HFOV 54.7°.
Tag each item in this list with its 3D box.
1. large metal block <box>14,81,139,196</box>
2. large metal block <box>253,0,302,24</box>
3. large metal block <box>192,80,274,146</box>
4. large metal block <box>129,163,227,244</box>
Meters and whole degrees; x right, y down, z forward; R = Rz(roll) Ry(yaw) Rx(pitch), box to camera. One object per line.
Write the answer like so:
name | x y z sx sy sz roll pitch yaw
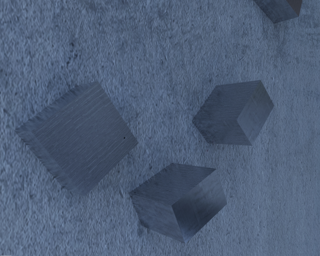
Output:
large metal block | -0.083 0.009 0.319 0.080 0.050 0.080 -46 117 -30
large metal block | 0.222 -0.256 0.573 0.080 0.050 0.080 27 73 -37
large metal block | 0.108 -0.022 0.459 0.050 0.080 0.080 52 60 -28
large metal block | 0.023 0.088 0.388 0.081 0.080 0.050 -30 109 -36
